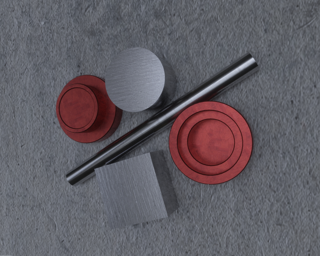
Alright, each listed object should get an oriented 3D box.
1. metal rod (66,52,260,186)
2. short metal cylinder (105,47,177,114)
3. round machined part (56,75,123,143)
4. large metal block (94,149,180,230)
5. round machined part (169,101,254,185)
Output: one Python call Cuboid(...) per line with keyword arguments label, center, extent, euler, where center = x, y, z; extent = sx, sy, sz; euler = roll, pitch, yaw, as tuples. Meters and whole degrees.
Cuboid(label="metal rod", center=(-0.008, -0.003, 0.414), extent=(0.300, 0.025, 0.025), euler=(-33, 80, 16))
Cuboid(label="short metal cylinder", center=(-0.023, -0.060, 0.405), extent=(0.080, 0.050, 0.079), euler=(0, 90, 20))
Cuboid(label="round machined part", center=(-0.106, -0.027, 0.438), extent=(0.098, 0.042, 0.097), euler=(0, 90, 20))
Cuboid(label="large metal block", center=(-0.029, 0.079, 0.408), extent=(0.080, 0.050, 0.080), euler=(-18, 84, 19))
Cuboid(label="round machined part", center=(0.064, 0.017, 0.378), extent=(0.098, 0.042, 0.097), euler=(0, 90, 20))
